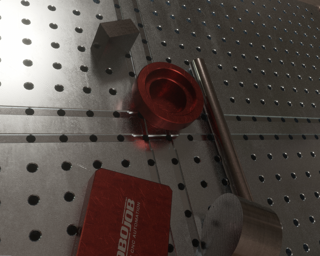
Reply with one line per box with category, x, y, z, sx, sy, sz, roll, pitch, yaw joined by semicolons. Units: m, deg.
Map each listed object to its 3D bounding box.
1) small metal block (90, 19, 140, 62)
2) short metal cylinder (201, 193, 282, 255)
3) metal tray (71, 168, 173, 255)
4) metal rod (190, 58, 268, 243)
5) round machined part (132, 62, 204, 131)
small metal block;-0.063;-0.123;0.434;0.050;0.050;0.025;-24;75;-37
short metal cylinder;0.089;0.120;0.350;0.050;0.080;0.080;23;53;-15
metal tray;-0.038;0.114;0.316;0.091;0.030;0.130;19;54;-18
metal rod;0.094;0.025;0.445;0.025;0.025;0.299;0;62;-29
round machined part;0.008;-0.039;0.427;0.099;0.042;0.098;13;57;-21
